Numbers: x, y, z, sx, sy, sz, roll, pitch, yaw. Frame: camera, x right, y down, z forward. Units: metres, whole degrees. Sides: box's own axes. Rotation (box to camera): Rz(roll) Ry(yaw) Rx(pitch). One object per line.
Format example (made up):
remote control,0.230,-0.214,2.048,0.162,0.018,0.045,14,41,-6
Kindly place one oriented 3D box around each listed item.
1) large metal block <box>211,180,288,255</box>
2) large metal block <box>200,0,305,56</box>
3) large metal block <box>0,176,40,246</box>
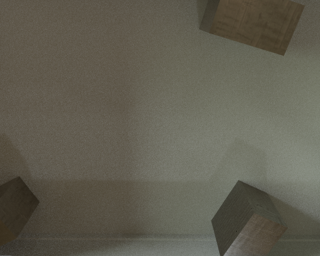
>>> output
large metal block,0.120,0.134,0.433,0.050,0.080,0.080,25,108,-9
large metal block,0.094,-0.120,0.339,0.081,0.080,0.050,15,109,-6
large metal block,-0.227,0.122,0.424,0.080,0.080,0.050,-27,108,9
